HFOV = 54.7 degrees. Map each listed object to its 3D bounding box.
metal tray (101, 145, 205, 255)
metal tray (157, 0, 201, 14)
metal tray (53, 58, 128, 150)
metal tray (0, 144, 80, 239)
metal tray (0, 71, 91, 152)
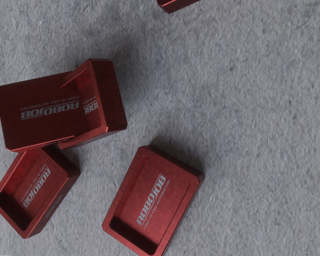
[{"bbox_3d":[-0.010,0.098,0.409,0.090,0.030,0.129,29,99,17],"label":"metal tray"},{"bbox_3d":[0.050,-0.213,0.388,0.130,0.030,0.090,-18,84,18],"label":"metal tray"},{"bbox_3d":[-0.101,-0.027,0.410,0.130,0.030,0.090,-19,83,46],"label":"metal tray"},{"bbox_3d":[-0.192,0.090,0.471,0.090,0.030,0.129,39,102,15],"label":"metal tray"},{"bbox_3d":[-0.147,-0.025,0.427,0.131,0.030,0.090,-13,82,-6],"label":"metal tray"}]
